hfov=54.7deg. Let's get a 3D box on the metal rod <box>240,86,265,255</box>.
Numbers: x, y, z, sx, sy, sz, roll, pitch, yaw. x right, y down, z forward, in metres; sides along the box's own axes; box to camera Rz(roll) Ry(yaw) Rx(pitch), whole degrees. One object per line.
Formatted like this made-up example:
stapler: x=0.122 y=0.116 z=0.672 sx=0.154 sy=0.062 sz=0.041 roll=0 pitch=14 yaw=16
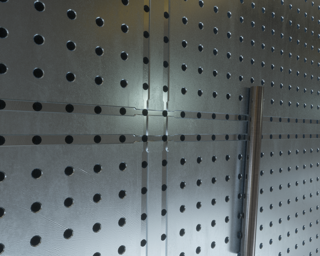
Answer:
metal rod: x=0.164 y=0.075 z=0.550 sx=0.025 sy=0.025 sz=0.298 roll=8 pitch=85 yaw=-40
